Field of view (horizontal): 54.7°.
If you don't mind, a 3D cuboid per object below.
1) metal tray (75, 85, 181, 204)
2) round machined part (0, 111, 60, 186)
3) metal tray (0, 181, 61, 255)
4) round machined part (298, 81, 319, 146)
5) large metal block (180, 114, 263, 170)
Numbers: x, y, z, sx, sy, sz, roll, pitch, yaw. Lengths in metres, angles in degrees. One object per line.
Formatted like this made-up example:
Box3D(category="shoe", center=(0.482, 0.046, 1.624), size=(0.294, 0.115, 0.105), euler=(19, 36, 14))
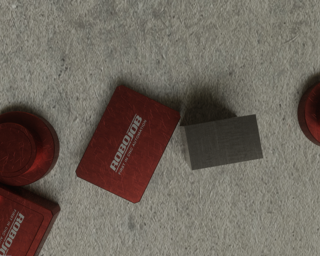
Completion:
Box3D(category="metal tray", center=(-0.040, 0.021, 0.407), size=(0.090, 0.030, 0.129), euler=(26, 90, -1))
Box3D(category="round machined part", center=(-0.185, 0.027, 0.399), size=(0.099, 0.042, 0.097), euler=(0, 90, -1))
Box3D(category="metal tray", center=(-0.201, 0.145, 0.404), size=(0.090, 0.030, 0.129), euler=(26, 90, -1))
Box3D(category="round machined part", center=(0.238, -0.020, 0.405), size=(0.099, 0.042, 0.097), euler=(0, 90, -1))
Box3D(category="large metal block", center=(0.071, 0.016, 0.383), size=(0.080, 0.080, 0.050), euler=(-10, 90, 0))
